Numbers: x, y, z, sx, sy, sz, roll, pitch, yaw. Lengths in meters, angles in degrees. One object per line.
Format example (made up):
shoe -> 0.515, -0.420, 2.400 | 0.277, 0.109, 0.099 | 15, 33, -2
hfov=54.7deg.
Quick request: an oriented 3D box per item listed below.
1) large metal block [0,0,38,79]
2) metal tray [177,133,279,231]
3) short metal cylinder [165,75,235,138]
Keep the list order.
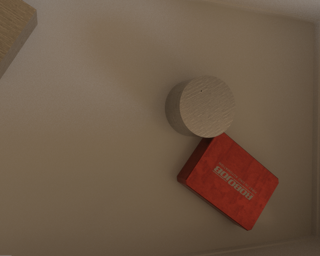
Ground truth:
large metal block -> -0.189, -0.109, 0.327 | 0.080, 0.050, 0.080 | 32, 80, -18
metal tray -> 0.100, 0.075, 0.447 | 0.130, 0.030, 0.090 | 39, 77, -16
short metal cylinder -> 0.053, -0.028, 0.418 | 0.081, 0.050, 0.079 | 0, 90, -20
